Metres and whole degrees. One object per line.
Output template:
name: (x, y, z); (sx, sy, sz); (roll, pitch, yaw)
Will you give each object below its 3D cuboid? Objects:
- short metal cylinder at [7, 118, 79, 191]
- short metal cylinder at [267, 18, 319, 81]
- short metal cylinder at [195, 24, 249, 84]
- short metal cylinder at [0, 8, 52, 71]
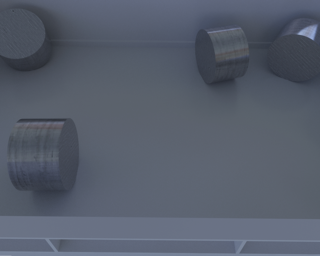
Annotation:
short metal cylinder: (-0.125, 0.029, 0.343); (0.050, 0.080, 0.080); (-1, 50, -1)
short metal cylinder: (0.212, -0.118, 0.472); (0.080, 0.080, 0.050); (25, 55, 19)
short metal cylinder: (0.091, -0.111, 0.464); (0.050, 0.080, 0.080); (-12, 51, -11)
short metal cylinder: (-0.213, -0.134, 0.477); (0.081, 0.050, 0.080); (1, 79, -8)
